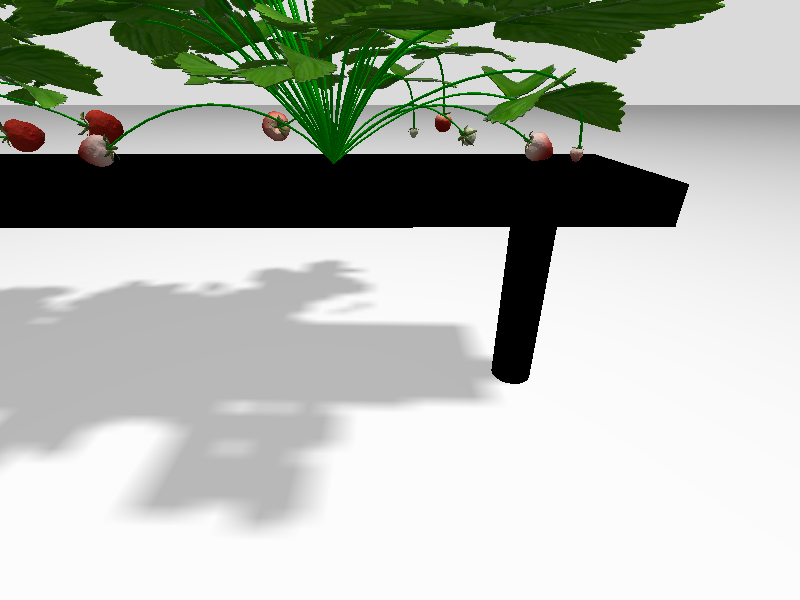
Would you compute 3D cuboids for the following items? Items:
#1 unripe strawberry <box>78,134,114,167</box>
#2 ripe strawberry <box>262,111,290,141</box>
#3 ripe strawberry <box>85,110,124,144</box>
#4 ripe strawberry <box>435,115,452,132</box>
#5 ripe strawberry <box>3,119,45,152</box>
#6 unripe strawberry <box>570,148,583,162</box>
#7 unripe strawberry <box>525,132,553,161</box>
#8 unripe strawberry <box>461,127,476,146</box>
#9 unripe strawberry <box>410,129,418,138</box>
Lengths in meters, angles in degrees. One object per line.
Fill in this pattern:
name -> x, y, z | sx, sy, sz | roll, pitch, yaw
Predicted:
unripe strawberry -> -0.237, -0.116, 0.312 | 0.022, 0.023, 0.020 | -13, 28, 0
ripe strawberry -> -0.154, -0.214, 0.495 | 0.032, 0.034, 0.035 | -14, 30, -24
ripe strawberry -> -0.324, -0.189, 0.441 | 0.034, 0.035, 0.031 | -8, 27, -36
ripe strawberry -> 0.059, -0.241, 0.547 | 0.024, 0.022, 0.022 | 12, 30, 22
ripe strawberry -> -0.364, -0.160, 0.390 | 0.028, 0.030, 0.026 | -12, 30, -24
unripe strawberry -> 0.136, -0.112, 0.310 | 0.010, 0.010, 0.011 | 3, 28, 6
unripe strawberry -> 0.120, -0.130, 0.342 | 0.024, 0.023, 0.022 | 19, 24, -14
unripe strawberry -> 0.076, -0.179, 0.439 | 0.018, 0.018, 0.016 | -13, 28, -42
unripe strawberry -> 0.017, -0.212, 0.509 | 0.010, 0.011, 0.011 | 10, 29, 18
